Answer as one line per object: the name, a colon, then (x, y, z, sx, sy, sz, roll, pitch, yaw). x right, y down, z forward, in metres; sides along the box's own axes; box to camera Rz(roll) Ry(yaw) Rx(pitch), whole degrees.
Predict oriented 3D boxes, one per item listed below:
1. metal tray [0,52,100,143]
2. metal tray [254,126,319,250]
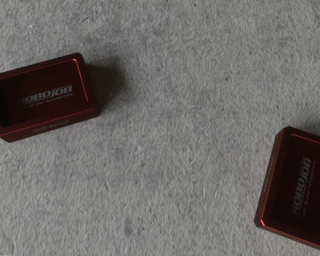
metal tray: (-0.157, -0.042, 0.418, 0.131, 0.030, 0.090, -17, 71, -7)
metal tray: (0.178, 0.072, 0.381, 0.090, 0.030, 0.130, 19, 71, 6)
